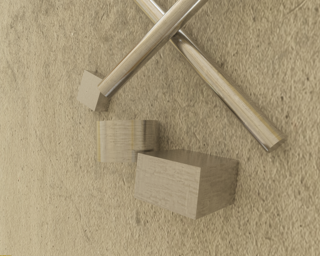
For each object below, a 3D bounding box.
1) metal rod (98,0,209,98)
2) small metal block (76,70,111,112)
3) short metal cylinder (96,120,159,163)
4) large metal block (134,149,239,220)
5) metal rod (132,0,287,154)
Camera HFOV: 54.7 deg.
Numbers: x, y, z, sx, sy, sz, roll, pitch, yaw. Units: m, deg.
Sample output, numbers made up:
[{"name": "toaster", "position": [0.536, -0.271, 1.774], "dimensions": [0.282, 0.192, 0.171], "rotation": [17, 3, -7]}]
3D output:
[{"name": "metal rod", "position": [0.032, -0.139, 0.349], "dimensions": [0.299, 0.025, 0.025], "rotation": [-41, 65, 23]}, {"name": "small metal block", "position": [-0.100, -0.058, 0.485], "dimensions": [0.050, 0.025, 0.050], "rotation": [31, 109, 35]}, {"name": "short metal cylinder", "position": [-0.042, 0.016, 0.402], "dimensions": [0.080, 0.081, 0.050], "rotation": [-1, 89, 39]}, {"name": "large metal block", "position": [0.030, 0.056, 0.343], "dimensions": [0.080, 0.081, 0.050], "rotation": [9, 96, 39]}, {"name": "metal rod", "position": [0.037, -0.092, 0.372], "dimensions": [0.025, 0.025, 0.300], "rotation": [-50, 61, 28]}]
